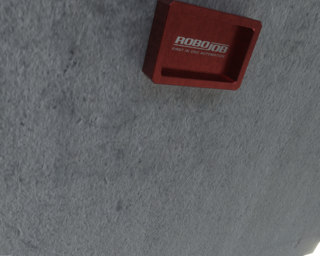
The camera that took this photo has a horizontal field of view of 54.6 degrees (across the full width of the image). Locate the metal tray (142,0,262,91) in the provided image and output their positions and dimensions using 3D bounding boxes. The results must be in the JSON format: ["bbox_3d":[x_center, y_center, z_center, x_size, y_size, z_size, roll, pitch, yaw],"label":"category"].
[{"bbox_3d":[0.051,-0.096,0.371,0.131,0.030,0.089,0,118,-29],"label":"metal tray"}]
